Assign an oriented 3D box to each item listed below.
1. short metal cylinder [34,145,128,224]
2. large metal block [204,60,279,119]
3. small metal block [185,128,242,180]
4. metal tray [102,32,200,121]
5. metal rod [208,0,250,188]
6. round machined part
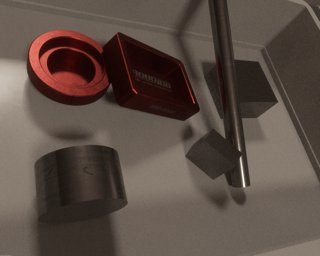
[{"bbox_3d":[-0.075,0.056,0.297,0.081,0.080,0.050,0,62,-29],"label":"short metal cylinder"},{"bbox_3d":[0.130,-0.062,0.500,0.081,0.050,0.080,-3,63,-30],"label":"large metal block"},{"bbox_3d":[0.070,0.035,0.408,0.050,0.050,0.025,40,51,-1],"label":"small metal block"},{"bbox_3d":[-0.008,-0.063,0.409,0.131,0.030,0.090,11,55,-48],"label":"metal tray"},{"bbox_3d":[0.093,-0.069,0.427,0.025,0.025,0.298,-6,88,-31],"label":"metal rod"},{"bbox_3d":[-0.110,-0.068,0.378,0.099,0.042,0.098,14,56,-21],"label":"round machined part"}]
